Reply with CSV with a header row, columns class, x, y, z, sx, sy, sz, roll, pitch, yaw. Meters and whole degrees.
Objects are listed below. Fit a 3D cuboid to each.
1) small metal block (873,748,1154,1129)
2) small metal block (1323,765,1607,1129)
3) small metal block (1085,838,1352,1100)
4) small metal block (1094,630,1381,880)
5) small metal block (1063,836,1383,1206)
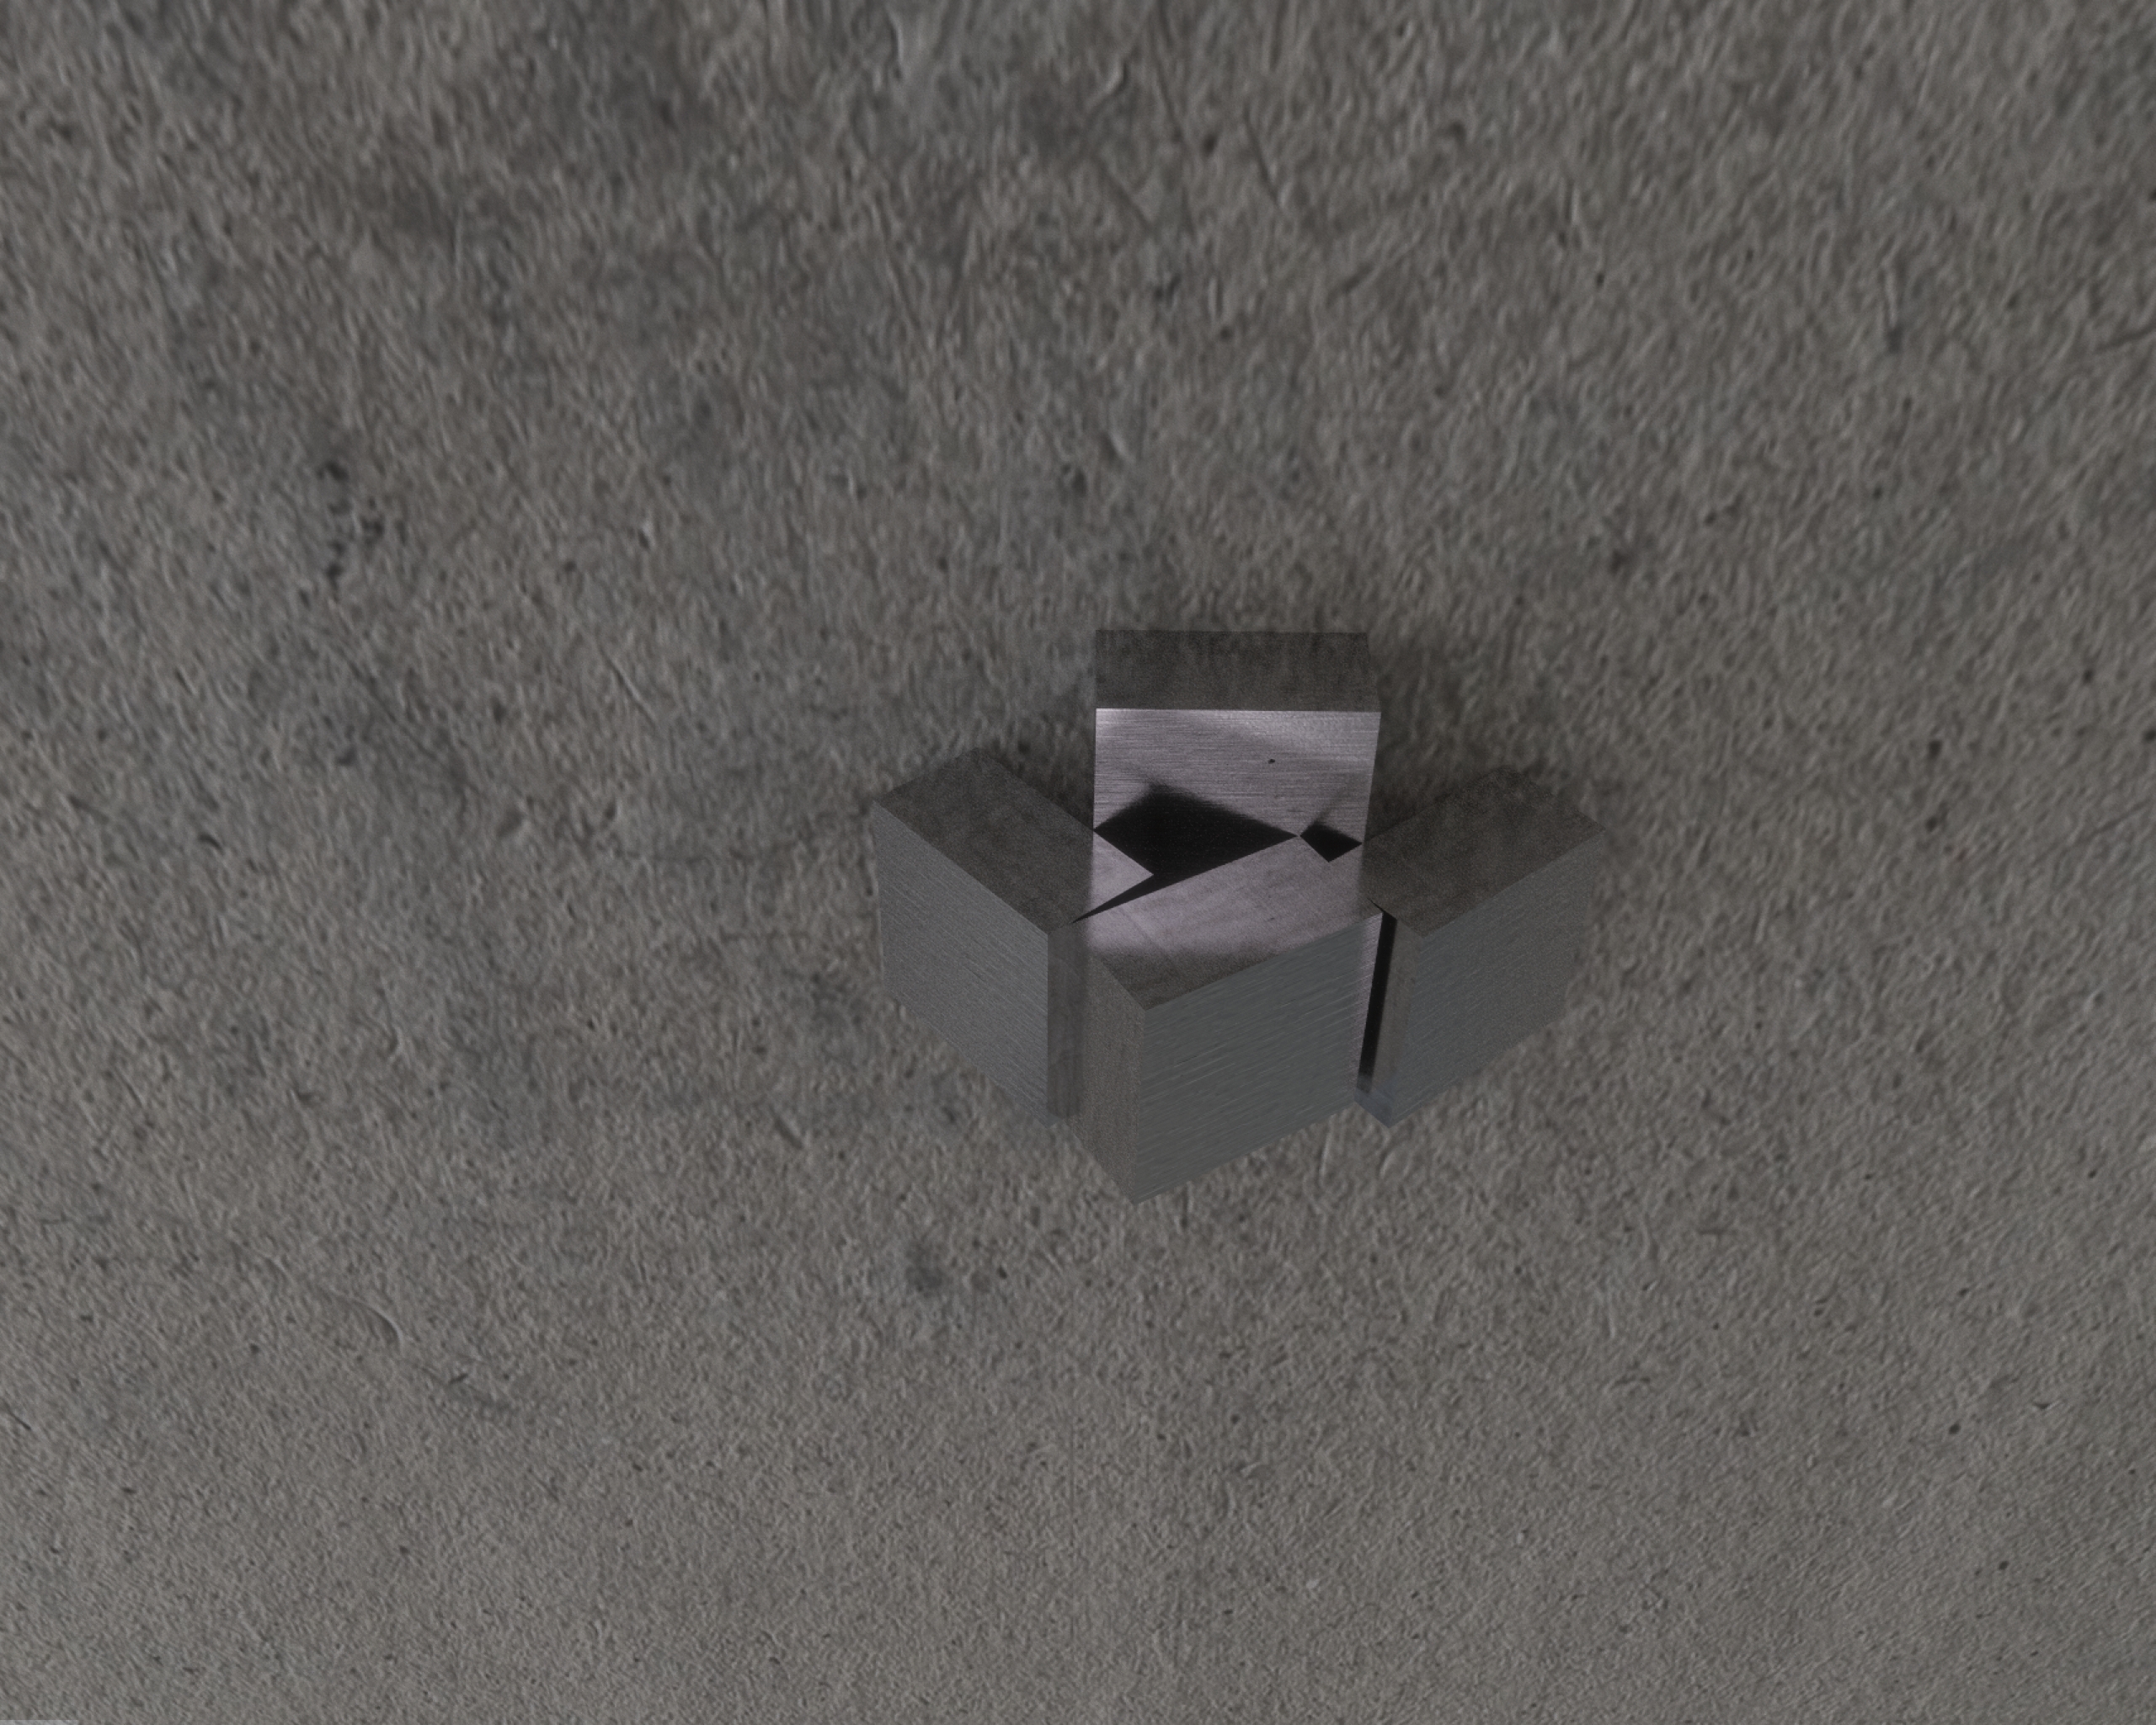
class,x,y,z,sx,sy,sz,roll,pitch,yaw
small metal block,-0.013,0.014,0.400,0.025,0.050,0.050,-30,139,-31
small metal block,0.072,0.016,0.404,0.050,0.025,0.050,-27,138,-30
small metal block,0.027,0.022,0.426,0.050,0.025,0.050,1,130,-1
small metal block,0.028,-0.016,0.394,0.050,0.025,0.050,1,130,-1
small metal block,0.026,0.029,0.384,0.050,0.025,0.050,-21,135,-25
